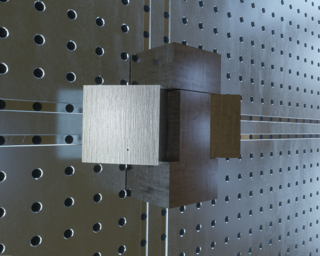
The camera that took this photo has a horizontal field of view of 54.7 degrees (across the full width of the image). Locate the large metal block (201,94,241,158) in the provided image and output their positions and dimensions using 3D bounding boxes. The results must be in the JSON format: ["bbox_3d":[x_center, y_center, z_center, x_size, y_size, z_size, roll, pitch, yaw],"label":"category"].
[{"bbox_3d":[0.074,-0.002,0.427,0.050,0.080,0.079,1,89,-3],"label":"large metal block"}]

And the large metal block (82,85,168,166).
[{"bbox_3d":[-0.036,-0.004,0.337,0.050,0.080,0.079,1,90,-80],"label":"large metal block"}]

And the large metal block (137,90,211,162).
[{"bbox_3d":[0.015,-0.002,0.387,0.050,0.080,0.079,1,89,-40],"label":"large metal block"}]

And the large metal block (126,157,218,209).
[{"bbox_3d":[0.015,0.062,0.386,0.081,0.080,0.050,1,90,-40],"label":"large metal block"}]

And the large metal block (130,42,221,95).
[{"bbox_3d":[0.019,-0.068,0.390,0.081,0.080,0.050,1,90,-40],"label":"large metal block"}]
